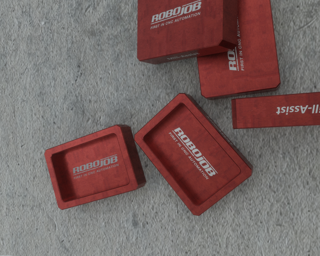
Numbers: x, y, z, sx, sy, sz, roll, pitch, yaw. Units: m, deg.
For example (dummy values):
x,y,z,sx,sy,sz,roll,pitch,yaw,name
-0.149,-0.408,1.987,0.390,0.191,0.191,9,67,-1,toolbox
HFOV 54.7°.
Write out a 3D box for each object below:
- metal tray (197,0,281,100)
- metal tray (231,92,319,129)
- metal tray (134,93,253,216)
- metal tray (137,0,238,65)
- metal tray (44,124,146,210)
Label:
x,y,z,sx,sy,sz,roll,pitch,yaw,name
0.090,-0.104,0.374,0.090,0.030,0.129,-7,88,19,metal tray
0.146,-0.017,0.322,0.130,0.090,0.030,-3,89,20,metal tray
0.040,0.031,0.391,0.090,0.030,0.130,-43,77,15,metal tray
0.027,-0.130,0.369,0.130,0.030,0.089,1,90,44,metal tray
-0.094,0.056,0.439,0.130,0.030,0.090,-19,84,19,metal tray
